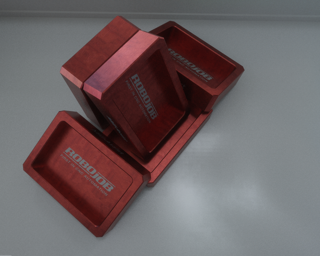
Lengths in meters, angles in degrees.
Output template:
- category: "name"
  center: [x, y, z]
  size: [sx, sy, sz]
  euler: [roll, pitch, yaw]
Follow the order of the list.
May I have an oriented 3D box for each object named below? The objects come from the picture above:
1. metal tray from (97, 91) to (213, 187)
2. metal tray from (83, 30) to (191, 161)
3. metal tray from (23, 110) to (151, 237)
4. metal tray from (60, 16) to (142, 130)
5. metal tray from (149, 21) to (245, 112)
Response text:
- category: "metal tray"
  center: [-0.005, 0.000, 0.405]
  size: [0.090, 0.030, 0.130]
  euler: [37, 74, 12]
- category: "metal tray"
  center: [-0.017, -0.031, 0.350]
  size: [0.030, 0.130, 0.090]
  euler: [31, 71, 35]
- category: "metal tray"
  center: [-0.088, 0.051, 0.367]
  size: [0.130, 0.030, 0.090]
  euler: [38, 98, 12]
- category: "metal tray"
  center: [-0.059, -0.059, 0.372]
  size: [0.030, 0.130, 0.090]
  euler: [38, 75, 13]
- category: "metal tray"
  center: [0.038, -0.088, 0.420]
  size: [0.130, 0.030, 0.090]
  euler: [37, 49, 12]
